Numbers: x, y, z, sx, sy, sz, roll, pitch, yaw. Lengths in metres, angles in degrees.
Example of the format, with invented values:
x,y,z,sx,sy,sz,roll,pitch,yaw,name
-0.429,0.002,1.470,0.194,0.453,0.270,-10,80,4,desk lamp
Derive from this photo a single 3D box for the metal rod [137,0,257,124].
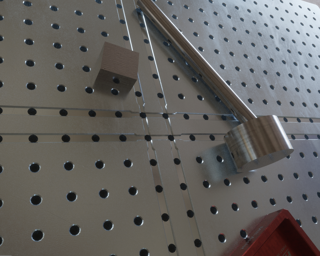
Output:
x,y,z,sx,sy,sz,roll,pitch,yaw,name
0.066,-0.102,0.505,0.025,0.025,0.300,-34,81,-38,metal rod

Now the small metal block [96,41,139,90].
x,y,z,sx,sy,sz,roll,pitch,yaw,name
-0.058,-0.086,0.429,0.050,0.025,0.050,14,56,-20,small metal block

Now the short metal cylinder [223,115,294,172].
x,y,z,sx,sy,sz,roll,pitch,yaw,name
0.136,0.023,0.431,0.081,0.080,0.050,-5,64,-30,short metal cylinder

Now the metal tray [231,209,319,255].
x,y,z,sx,sy,sz,roll,pitch,yaw,name
0.140,0.171,0.375,0.131,0.030,0.090,-28,77,-37,metal tray
